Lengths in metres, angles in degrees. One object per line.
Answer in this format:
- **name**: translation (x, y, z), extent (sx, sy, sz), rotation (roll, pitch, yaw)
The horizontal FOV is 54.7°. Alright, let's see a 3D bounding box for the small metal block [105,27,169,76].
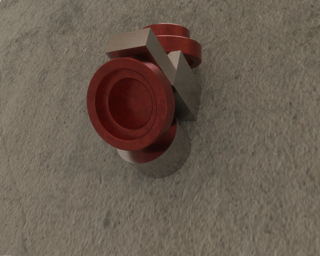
- **small metal block**: translation (-0.024, -0.081, 0.347), extent (0.050, 0.050, 0.025), rotation (-3, 60, 27)

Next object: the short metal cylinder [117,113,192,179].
- **short metal cylinder**: translation (-0.007, 0.017, 0.383), extent (0.080, 0.050, 0.080), rotation (-13, 56, 20)

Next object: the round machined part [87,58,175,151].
- **round machined part**: translation (-0.028, -0.027, 0.339), extent (0.098, 0.042, 0.097), rotation (6, 103, 26)

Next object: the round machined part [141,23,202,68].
- **round machined part**: translation (0.006, -0.107, 0.415), extent (0.098, 0.098, 0.042), rotation (-2, 86, 27)

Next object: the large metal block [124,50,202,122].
- **large metal block**: translation (0.000, -0.049, 0.398), extent (0.080, 0.080, 0.050), rotation (-2, 61, 27)
